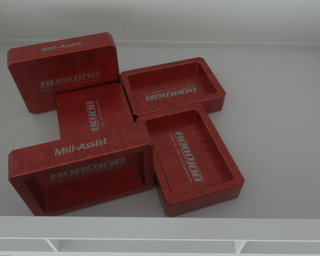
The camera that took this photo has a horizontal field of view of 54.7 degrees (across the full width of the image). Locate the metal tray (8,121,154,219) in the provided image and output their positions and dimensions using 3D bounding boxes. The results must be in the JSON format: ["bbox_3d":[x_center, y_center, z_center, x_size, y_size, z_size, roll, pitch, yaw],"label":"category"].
[{"bbox_3d":[-0.073,0.046,0.320,0.131,0.089,0.030,-13,52,-12],"label":"metal tray"}]

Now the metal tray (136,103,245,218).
[{"bbox_3d":[0.031,0.032,0.373,0.091,0.030,0.130,-13,51,-12],"label":"metal tray"}]

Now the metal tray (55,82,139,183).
[{"bbox_3d":[-0.079,0.002,0.396,0.091,0.030,0.130,-13,51,-12],"label":"metal tray"}]

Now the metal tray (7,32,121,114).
[{"bbox_3d":[-0.122,-0.073,0.418,0.131,0.089,0.030,-14,52,-12],"label":"metal tray"}]

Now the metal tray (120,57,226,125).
[{"bbox_3d":[0.016,-0.053,0.445,0.131,0.030,0.090,-13,51,-12],"label":"metal tray"}]
